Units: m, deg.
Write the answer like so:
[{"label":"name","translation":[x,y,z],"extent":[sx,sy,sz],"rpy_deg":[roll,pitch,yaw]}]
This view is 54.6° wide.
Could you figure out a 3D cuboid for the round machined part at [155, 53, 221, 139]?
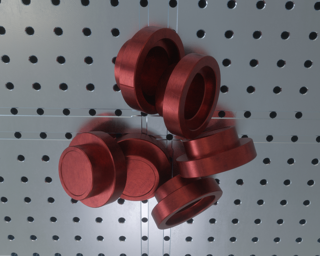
[{"label":"round machined part","translation":[0.030,-0.039,0.365],"extent":[0.042,0.099,0.097],"rpy_deg":[19,113,30]}]

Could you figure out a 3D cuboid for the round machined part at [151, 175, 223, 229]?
[{"label":"round machined part","translation":[0.032,0.094,0.421],"extent":[0.098,0.098,0.042],"rpy_deg":[-37,62,12]}]

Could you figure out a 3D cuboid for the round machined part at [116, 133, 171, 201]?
[{"label":"round machined part","translation":[-0.034,0.060,0.426],"extent":[0.099,0.042,0.097],"rpy_deg":[0,110,0]}]

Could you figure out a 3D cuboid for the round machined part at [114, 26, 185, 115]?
[{"label":"round machined part","translation":[-0.015,-0.068,0.359],"extent":[0.042,0.099,0.097],"rpy_deg":[19,114,31]}]

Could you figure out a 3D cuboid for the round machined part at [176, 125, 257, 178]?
[{"label":"round machined part","translation":[0.066,0.026,0.388],"extent":[0.098,0.098,0.042],"rpy_deg":[-17,92,6]}]

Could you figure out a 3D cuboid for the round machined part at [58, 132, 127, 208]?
[{"label":"round machined part","translation":[-0.092,0.054,0.396],"extent":[0.098,0.042,0.097],"rpy_deg":[4,97,37]}]
